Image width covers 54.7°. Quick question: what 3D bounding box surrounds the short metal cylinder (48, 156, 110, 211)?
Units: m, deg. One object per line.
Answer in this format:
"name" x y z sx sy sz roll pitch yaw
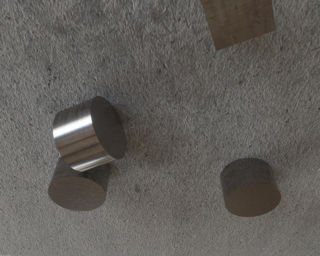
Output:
"short metal cylinder" -0.117 0.078 0.456 0.081 0.050 0.079 0 130 0

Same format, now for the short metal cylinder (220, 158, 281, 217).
"short metal cylinder" 0.135 0.091 0.469 0.081 0.050 0.079 0 130 0

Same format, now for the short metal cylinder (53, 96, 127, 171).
"short metal cylinder" -0.083 0.007 0.376 0.050 0.080 0.080 -20 128 16

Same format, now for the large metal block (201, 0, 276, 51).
"large metal block" 0.056 -0.126 0.264 0.050 0.080 0.080 -17 128 14
